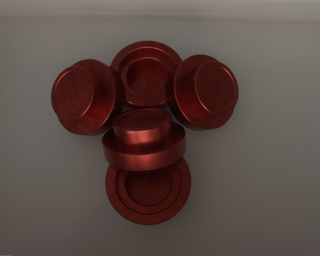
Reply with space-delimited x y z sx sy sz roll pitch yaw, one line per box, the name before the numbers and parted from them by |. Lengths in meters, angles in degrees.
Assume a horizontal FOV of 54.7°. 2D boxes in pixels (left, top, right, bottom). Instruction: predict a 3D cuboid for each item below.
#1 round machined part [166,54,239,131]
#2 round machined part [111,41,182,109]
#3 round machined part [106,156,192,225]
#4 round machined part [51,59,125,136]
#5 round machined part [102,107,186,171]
round machined part | 0.060 -0.047 0.392 0.099 0.042 0.097 5 81 -30
round machined part | -0.017 -0.066 0.422 0.099 0.042 0.098 0 70 0
round machined part | -0.013 0.067 0.374 0.099 0.042 0.098 0 70 0
round machined part | -0.097 -0.040 0.390 0.098 0.042 0.097 -4 82 27
round machined part | -0.019 0.007 0.366 0.099 0.098 0.042 -6 115 -2
